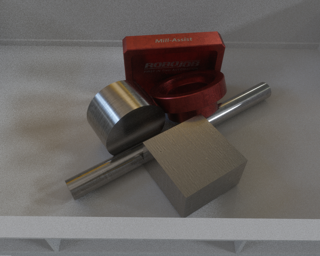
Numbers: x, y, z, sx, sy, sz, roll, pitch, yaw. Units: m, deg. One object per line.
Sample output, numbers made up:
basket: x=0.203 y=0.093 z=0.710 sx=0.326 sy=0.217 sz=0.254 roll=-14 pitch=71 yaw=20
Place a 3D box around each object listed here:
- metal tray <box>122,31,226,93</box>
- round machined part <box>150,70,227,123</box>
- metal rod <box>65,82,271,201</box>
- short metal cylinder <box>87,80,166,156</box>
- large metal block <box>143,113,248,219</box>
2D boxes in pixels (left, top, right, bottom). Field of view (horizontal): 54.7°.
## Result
metal tray: x=0.017 y=-0.084 z=0.430 sx=0.131 sy=0.089 sz=0.030 roll=-5 pitch=51 yaw=-5
round machined part: x=0.039 y=-0.040 z=0.408 sx=0.098 sy=0.042 sz=0.098 roll=-13 pitch=24 yaw=6
metal rod: x=0.026 y=0.007 z=0.397 sx=0.302 sy=0.025 sz=0.025 roll=-26 pitch=55 yaw=-21
short metal cylinder: x=-0.041 y=-0.011 z=0.376 sx=0.081 sy=0.080 sz=0.050 roll=-27 pitch=55 yaw=-21
large metal block: x=0.037 y=0.041 z=0.351 sx=0.081 sy=0.050 sz=0.080 roll=-26 pitch=55 yaw=-21
